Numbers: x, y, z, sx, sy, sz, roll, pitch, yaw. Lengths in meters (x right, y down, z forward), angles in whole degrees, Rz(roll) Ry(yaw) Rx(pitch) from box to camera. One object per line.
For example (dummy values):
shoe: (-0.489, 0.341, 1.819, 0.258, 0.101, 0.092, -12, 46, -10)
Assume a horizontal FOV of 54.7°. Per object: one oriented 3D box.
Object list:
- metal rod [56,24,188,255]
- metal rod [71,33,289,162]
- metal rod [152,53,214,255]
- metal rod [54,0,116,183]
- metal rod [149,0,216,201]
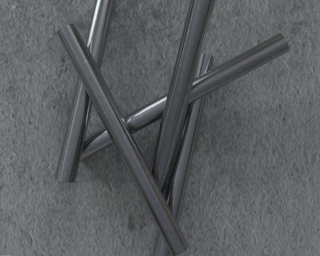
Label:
metal rod: (-0.043, 0.018, 0.374, 0.025, 0.025, 0.299, -27, 95, 0)
metal rod: (0.016, -0.033, 0.389, 0.301, 0.025, 0.025, -28, 90, 8)
metal rod: (0.028, 0.051, 0.410, 0.025, 0.025, 0.298, 12, 90, -1)
metal rod: (-0.087, -0.081, 0.393, 0.025, 0.025, 0.298, 11, 84, -1)
metal rod: (0.023, -0.044, 0.357, 0.025, 0.025, 0.298, 14, 112, -1)
